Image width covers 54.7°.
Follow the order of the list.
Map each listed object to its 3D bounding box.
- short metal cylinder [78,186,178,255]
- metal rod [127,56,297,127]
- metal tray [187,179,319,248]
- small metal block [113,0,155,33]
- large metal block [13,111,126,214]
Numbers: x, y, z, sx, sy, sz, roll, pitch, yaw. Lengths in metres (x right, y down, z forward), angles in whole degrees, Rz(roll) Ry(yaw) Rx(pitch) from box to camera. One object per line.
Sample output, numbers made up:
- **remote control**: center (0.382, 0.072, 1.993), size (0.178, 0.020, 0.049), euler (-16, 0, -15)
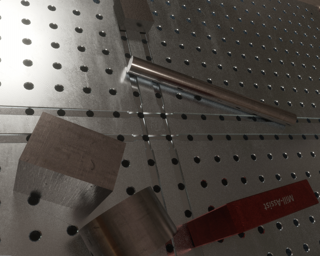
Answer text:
- **short metal cylinder**: center (-0.030, 0.099, 0.298), size (0.081, 0.080, 0.050), euler (-24, 75, -37)
- **metal rod**: center (0.094, -0.053, 0.492), size (0.302, 0.025, 0.025), euler (16, 55, -20)
- **metal tray**: center (0.109, 0.100, 0.365), size (0.131, 0.090, 0.030), euler (-6, 65, -31)
- **small metal block**: center (-0.043, -0.184, 0.499), size (0.050, 0.025, 0.050), euler (-3, 64, -30)
- **large metal block**: center (-0.089, 0.038, 0.302), size (0.080, 0.080, 0.050), euler (22, 53, -15)
